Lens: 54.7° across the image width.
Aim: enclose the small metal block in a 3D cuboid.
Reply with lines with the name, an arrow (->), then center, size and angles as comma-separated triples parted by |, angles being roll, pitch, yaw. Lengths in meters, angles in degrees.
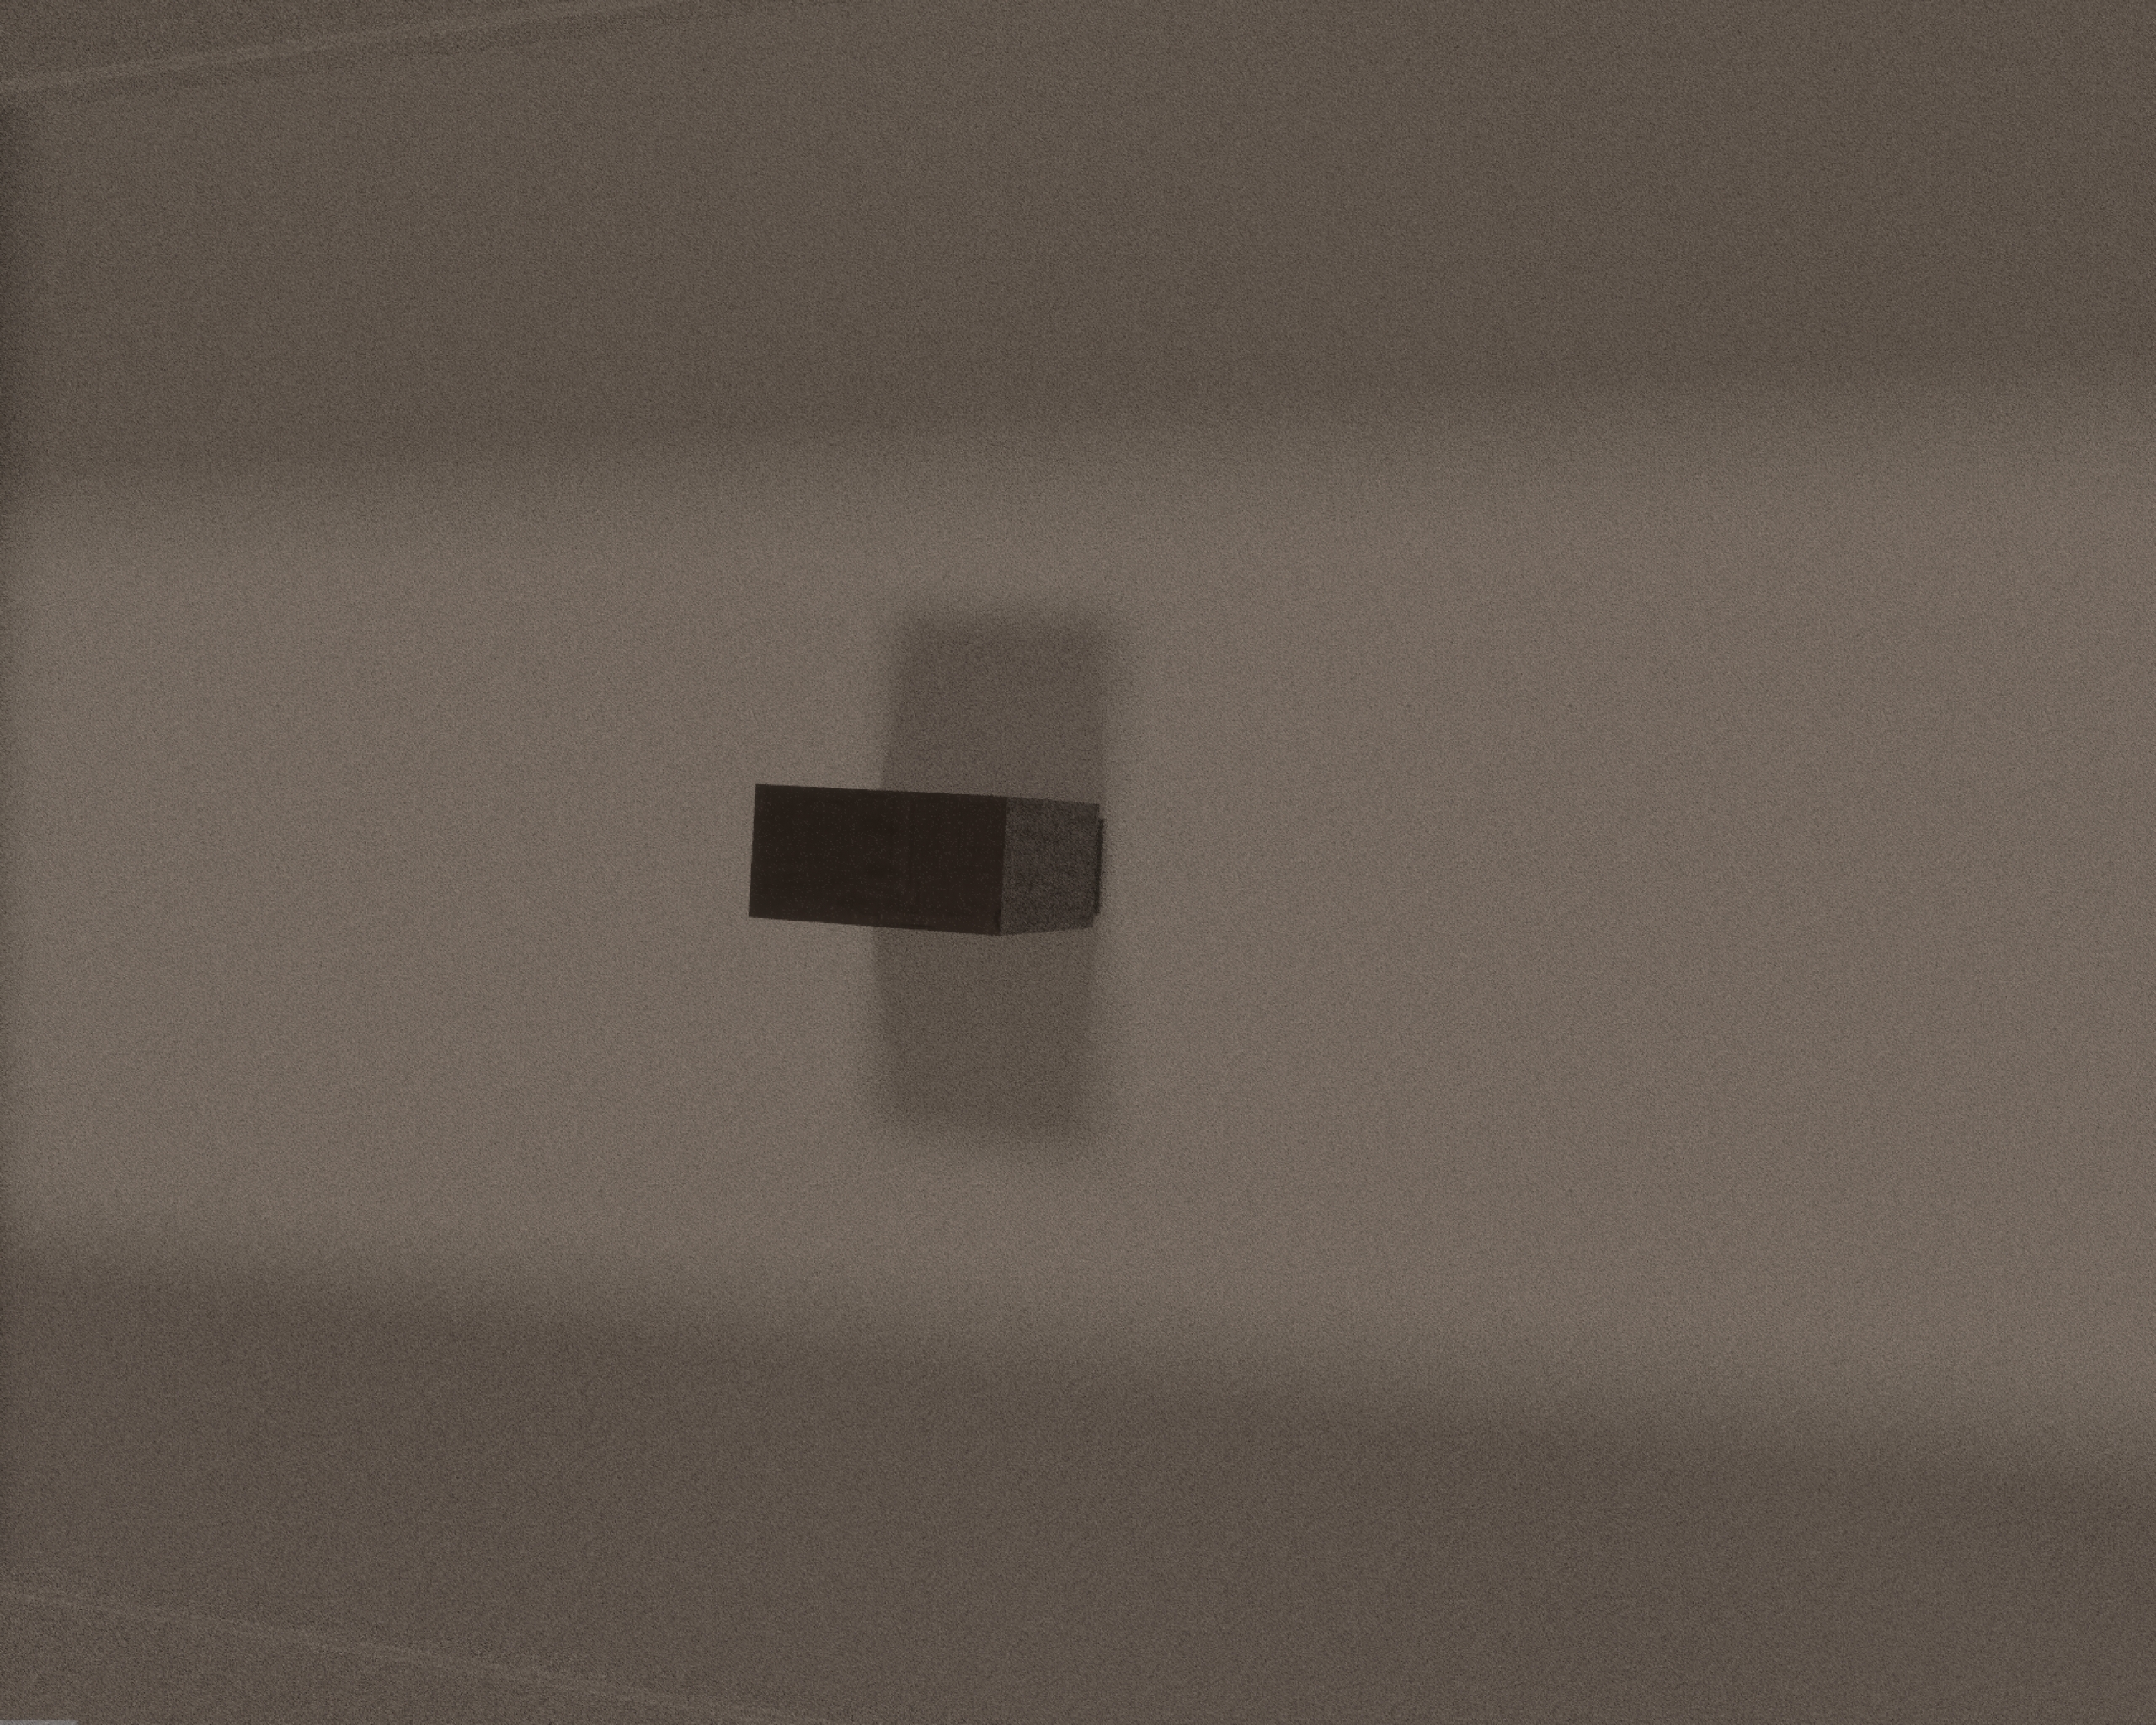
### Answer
small metal block -> -0.028, -0.001, 0.403 | 0.050, 0.050, 0.025 | 3, 91, 19
